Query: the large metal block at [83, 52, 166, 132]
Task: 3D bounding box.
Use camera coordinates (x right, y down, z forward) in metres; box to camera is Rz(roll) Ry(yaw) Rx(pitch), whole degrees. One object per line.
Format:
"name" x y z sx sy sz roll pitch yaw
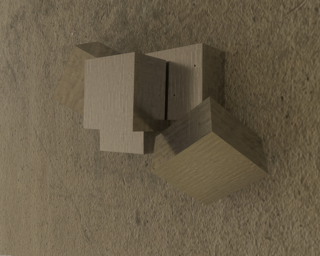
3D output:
"large metal block" -0.041 -0.038 0.354 0.080 0.050 0.079 3 92 39

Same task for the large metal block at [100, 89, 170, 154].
"large metal block" -0.034 -0.009 0.414 0.080 0.050 0.079 0 90 39

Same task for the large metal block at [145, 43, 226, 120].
"large metal block" 0.029 -0.049 0.365 0.080 0.050 0.079 0 90 39

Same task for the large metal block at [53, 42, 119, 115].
"large metal block" -0.095 -0.072 0.438 0.050 0.080 0.080 29 112 1

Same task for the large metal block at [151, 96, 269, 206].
"large metal block" 0.050 0.027 0.320 0.080 0.080 0.050 -38 29 33
